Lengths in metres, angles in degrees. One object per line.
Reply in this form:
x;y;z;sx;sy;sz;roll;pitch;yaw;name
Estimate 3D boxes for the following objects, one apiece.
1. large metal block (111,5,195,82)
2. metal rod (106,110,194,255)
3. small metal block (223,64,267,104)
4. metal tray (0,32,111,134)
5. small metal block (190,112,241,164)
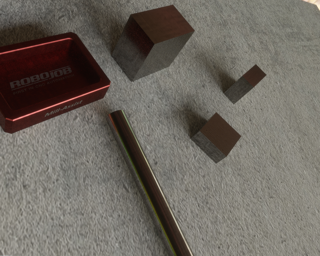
-0.011;-0.119;0.437;0.081;0.080;0.050;-30;79;-38;large metal block
0.010;0.112;0.342;0.025;0.025;0.299;-15;70;-35;metal rod
0.140;-0.072;0.509;0.025;0.050;0.050;48;51;4;small metal block
-0.136;-0.059;0.363;0.131;0.030;0.090;-28;78;-38;metal tray
0.080;0.014;0.441;0.050;0.025;0.050;44;51;2;small metal block
